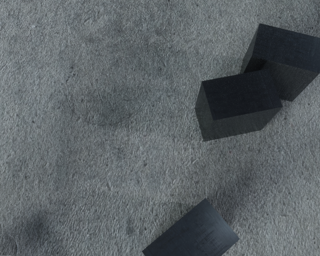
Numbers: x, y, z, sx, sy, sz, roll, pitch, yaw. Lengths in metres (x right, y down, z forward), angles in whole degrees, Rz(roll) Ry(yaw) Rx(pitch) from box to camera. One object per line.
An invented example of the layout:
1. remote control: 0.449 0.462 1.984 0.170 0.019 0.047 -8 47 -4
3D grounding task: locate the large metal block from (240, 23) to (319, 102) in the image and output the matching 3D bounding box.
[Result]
1. large metal block: 0.155 -0.084 0.410 0.080 0.080 0.050 16 71 6

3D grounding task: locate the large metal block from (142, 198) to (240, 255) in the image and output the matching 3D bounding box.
1. large metal block: 0.030 0.125 0.333 0.080 0.080 0.050 -37 74 -12

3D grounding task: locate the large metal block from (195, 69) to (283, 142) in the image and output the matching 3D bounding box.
1. large metal block: 0.093 -0.025 0.389 0.081 0.080 0.050 -11 71 -4
